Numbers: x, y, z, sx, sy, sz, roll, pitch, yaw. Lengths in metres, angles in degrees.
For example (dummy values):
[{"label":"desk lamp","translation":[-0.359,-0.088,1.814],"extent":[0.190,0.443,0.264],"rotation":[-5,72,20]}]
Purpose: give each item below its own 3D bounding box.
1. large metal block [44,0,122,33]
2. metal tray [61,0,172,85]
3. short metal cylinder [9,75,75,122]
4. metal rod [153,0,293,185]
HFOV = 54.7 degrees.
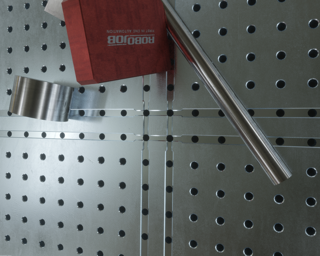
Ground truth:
[{"label":"large metal block","translation":[-0.087,-0.149,0.408],"extent":[0.080,0.080,0.050],"rotation":[33,101,25]},{"label":"metal tray","translation":[-0.042,-0.104,0.361],"extent":[0.030,0.131,0.089],"rotation":[1,105,40]},{"label":"short metal cylinder","translation":[-0.168,-0.042,0.443],"extent":[0.080,0.080,0.050],"rotation":[14,95,19]},{"label":"metal rod","translation":[0.064,-0.064,0.389],"extent":[0.025,0.025,0.299],"rotation":[-36,79,16]}]
